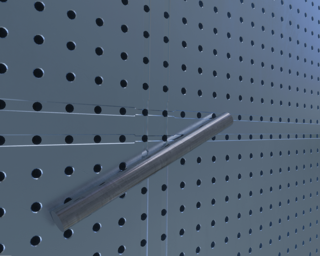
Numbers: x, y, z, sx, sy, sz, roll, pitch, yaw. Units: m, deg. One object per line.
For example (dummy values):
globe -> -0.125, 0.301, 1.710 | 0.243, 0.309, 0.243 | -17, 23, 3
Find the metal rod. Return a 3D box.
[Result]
metal rod -> 0.001, 0.042, 0.412 | 0.302, 0.025, 0.025 | -27, 108, -37
